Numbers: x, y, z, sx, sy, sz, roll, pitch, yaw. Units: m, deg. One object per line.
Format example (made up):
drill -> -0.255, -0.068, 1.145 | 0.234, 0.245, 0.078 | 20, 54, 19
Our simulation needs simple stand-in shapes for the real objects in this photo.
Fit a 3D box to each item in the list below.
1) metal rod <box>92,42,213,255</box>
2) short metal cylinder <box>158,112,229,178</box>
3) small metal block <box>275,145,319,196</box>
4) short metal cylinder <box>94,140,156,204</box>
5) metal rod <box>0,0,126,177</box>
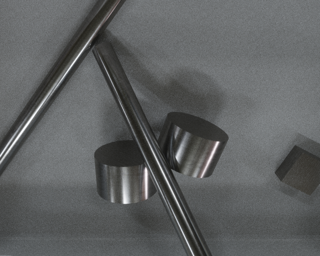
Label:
metal rod -> -0.007, 0.036, 0.357 | 0.025, 0.025, 0.299 | -27, 82, 9
short metal cylinder -> 0.039, 0.019, 0.390 | 0.080, 0.080, 0.050 | 18, 109, -7
small metal block -> 0.201, 0.060, 0.436 | 0.050, 0.025, 0.050 | 26, 108, -10
short metal cylinder -> -0.042, 0.054, 0.401 | 0.081, 0.080, 0.050 | 0, 110, 0
metal rod -> -0.139, -0.049, 0.391 | 0.025, 0.025, 0.299 | 37, 106, -13
